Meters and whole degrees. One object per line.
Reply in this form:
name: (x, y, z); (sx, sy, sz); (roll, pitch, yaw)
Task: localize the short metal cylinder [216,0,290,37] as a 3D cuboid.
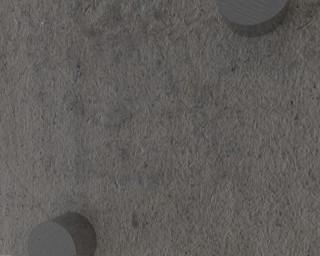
short metal cylinder: (0.108, -0.151, 0.358); (0.080, 0.050, 0.080); (0, 90, 20)

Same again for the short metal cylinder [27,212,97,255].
short metal cylinder: (-0.140, 0.167, 0.445); (0.080, 0.050, 0.080); (0, 90, 20)
